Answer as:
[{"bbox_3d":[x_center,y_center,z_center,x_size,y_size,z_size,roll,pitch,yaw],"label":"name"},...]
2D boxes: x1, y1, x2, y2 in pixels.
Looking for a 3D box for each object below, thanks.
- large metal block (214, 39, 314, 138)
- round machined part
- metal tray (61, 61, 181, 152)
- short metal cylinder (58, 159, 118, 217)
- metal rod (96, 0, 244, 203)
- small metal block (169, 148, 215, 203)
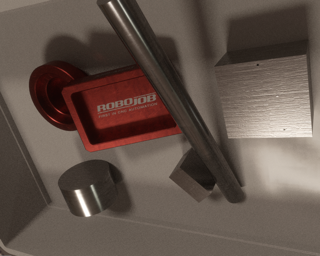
[{"bbox_3d":[0.108,-0.037,0.313,0.080,0.050,0.080,-2,117,29],"label":"large metal block"},{"bbox_3d":[-0.130,-0.048,0.434,0.098,0.042,0.097,13,124,20],"label":"round machined part"},{"bbox_3d":[-0.041,-0.027,0.380,0.131,0.030,0.089,-12,114,10],"label":"metal tray"},{"bbox_3d":[-0.112,0.093,0.487,0.080,0.080,0.050,0,118,28],"label":"short metal cylinder"},{"bbox_3d":[0.033,-0.002,0.315,0.025,0.025,0.300,-6,139,30],"label":"metal rod"},{"bbox_3d":[0.047,0.059,0.404,0.050,0.050,0.025,40,129,0],"label":"small metal block"}]
